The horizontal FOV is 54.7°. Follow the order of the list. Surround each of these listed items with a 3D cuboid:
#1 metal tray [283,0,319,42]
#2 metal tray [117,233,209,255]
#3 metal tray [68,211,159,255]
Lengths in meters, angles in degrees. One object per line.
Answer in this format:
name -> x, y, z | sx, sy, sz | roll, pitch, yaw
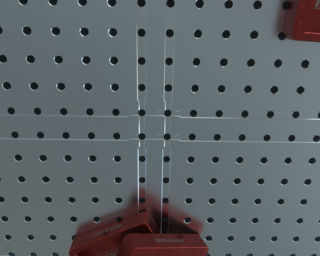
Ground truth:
metal tray -> 0.220, -0.145, 0.360 | 0.131, 0.030, 0.089 | 4, 110, -2
metal tray -> -0.001, 0.202, 0.457 | 0.131, 0.030, 0.089 | 12, 107, -29
metal tray -> -0.061, 0.192, 0.480 | 0.130, 0.030, 0.090 | -22, 109, 7
